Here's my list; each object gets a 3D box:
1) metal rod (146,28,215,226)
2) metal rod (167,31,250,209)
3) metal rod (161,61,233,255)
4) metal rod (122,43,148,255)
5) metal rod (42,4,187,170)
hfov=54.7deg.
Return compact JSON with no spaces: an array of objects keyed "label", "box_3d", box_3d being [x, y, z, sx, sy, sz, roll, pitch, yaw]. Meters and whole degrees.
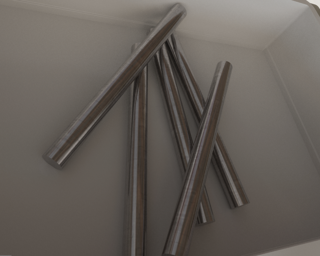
[{"label":"metal rod","box_3d":[0.022,-0.019,0.428,0.025,0.025,0.299,1,61,-28]},{"label":"metal rod","box_3d":[0.058,-0.030,0.454,0.025,0.025,0.299,-6,65,-31]},{"label":"metal rod","box_3d":[0.057,0.016,0.392,0.025,0.025,0.300,29,52,-10]},{"label":"metal rod","box_3d":[-0.028,0.011,0.383,0.025,0.025,0.299,13,56,-22]},{"label":"metal rod","box_3d":[-0.041,-0.072,0.400,0.025,0.025,0.301,36,59,-5]}]
